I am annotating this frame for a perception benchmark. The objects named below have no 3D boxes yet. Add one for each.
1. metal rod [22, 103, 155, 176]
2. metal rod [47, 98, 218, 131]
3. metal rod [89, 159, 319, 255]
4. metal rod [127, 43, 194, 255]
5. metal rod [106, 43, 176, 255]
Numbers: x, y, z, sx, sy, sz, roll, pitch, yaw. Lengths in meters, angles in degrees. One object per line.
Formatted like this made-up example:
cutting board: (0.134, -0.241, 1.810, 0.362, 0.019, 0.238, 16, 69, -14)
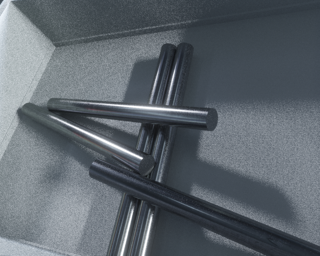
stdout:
metal rod: (-0.123, 0.005, 0.447, 0.300, 0.025, 0.025, 19, 72, 40)
metal rod: (-0.061, -0.023, 0.423, 0.300, 0.025, 0.025, 7, 65, 38)
metal rod: (0.051, 0.087, 0.301, 0.300, 0.025, 0.025, 17, 70, 28)
metal rod: (0.006, 0.015, 0.388, 0.025, 0.025, 0.300, -1, 61, 27)
metal rod: (-0.016, 0.013, 0.401, 0.025, 0.025, 0.300, -1, 61, 27)
